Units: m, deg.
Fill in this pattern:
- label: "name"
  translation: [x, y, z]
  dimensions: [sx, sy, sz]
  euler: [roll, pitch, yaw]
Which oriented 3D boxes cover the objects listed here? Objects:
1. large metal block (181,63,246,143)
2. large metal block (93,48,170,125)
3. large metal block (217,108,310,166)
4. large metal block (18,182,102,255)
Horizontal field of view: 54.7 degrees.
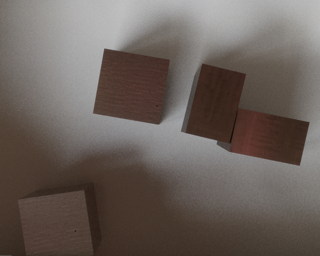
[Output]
- label: "large metal block"
  translation: [0.062, -0.027, 0.384]
  dimensions: [0.050, 0.080, 0.080]
  euler: [14, 90, 0]
- label: "large metal block"
  translation: [-0.034, -0.050, 0.398]
  dimensions: [0.080, 0.050, 0.080]
  euler: [10, 90, 0]
- label: "large metal block"
  translation: [0.122, 0.008, 0.384]
  dimensions: [0.080, 0.080, 0.050]
  euler: [11, 93, 0]
- label: "large metal block"
  translation: [-0.125, 0.120, 0.398]
  dimensions: [0.080, 0.050, 0.080]
  euler: [-8, 90, 0]
